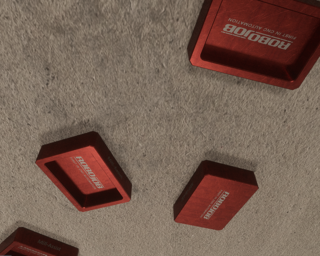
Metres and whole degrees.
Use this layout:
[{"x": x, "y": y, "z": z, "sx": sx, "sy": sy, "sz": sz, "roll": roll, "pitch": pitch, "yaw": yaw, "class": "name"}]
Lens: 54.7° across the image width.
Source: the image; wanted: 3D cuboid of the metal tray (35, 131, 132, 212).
[{"x": -0.108, "y": 0.070, "z": 0.461, "sx": 0.090, "sy": 0.030, "sz": 0.130, "roll": -16, "pitch": 129, "yaw": 12, "class": "metal tray"}]

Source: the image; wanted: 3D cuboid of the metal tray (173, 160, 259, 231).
[{"x": 0.086, "y": 0.113, "z": 0.502, "sx": 0.091, "sy": 0.030, "sz": 0.129, "roll": 15, "pitch": 129, "yaw": -13, "class": "metal tray"}]

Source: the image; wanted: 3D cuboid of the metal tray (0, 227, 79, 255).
[{"x": -0.241, "y": 0.249, "z": 0.612, "sx": 0.130, "sy": 0.030, "sz": 0.090, "roll": 34, "pitch": 122, "yaw": -26, "class": "metal tray"}]

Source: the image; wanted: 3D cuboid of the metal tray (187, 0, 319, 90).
[{"x": 0.104, "y": -0.097, "z": 0.323, "sx": 0.131, "sy": 0.030, "sz": 0.089, "roll": 12, "pitch": 129, "yaw": -11, "class": "metal tray"}]
